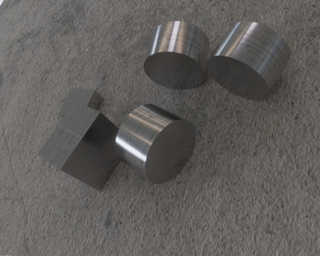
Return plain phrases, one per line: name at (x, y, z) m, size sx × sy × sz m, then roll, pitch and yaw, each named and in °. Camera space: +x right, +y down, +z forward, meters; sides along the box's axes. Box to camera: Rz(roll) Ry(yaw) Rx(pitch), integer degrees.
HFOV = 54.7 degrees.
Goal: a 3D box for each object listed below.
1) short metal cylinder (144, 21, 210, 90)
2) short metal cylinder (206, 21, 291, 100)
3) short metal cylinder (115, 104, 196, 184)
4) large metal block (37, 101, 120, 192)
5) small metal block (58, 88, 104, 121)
short metal cylinder at (0.023, -0.095, 0.415) m, size 0.080 × 0.080 × 0.050 m, roll -1°, pitch 61°, yaw 27°
short metal cylinder at (0.102, -0.077, 0.362) m, size 0.080 × 0.080 × 0.050 m, roll 25°, pitch 76°, yaw 36°
short metal cylinder at (-0.004, 0.018, 0.360) m, size 0.050 × 0.080 × 0.080 m, roll 29°, pitch 77°, yaw 37°
large metal block at (-0.093, 0.025, 0.402) m, size 0.050 × 0.080 × 0.080 m, roll 22°, pitch 74°, yaw 36°
small metal block at (-0.125, -0.034, 0.490) m, size 0.050 × 0.025 × 0.050 m, roll 8°, pitch 65°, yaw 31°
